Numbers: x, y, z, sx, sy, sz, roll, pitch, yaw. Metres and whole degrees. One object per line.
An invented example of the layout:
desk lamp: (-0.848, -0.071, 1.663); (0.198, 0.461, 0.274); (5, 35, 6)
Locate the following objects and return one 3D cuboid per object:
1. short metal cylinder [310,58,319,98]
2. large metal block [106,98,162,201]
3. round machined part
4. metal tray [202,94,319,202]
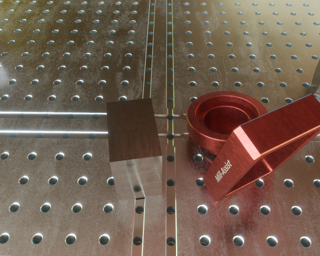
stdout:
short metal cylinder: (0.254, -0.078, 0.439); (0.050, 0.080, 0.080); (17, 52, 14)
large metal block: (-0.029, 0.025, 0.351); (0.050, 0.080, 0.080); (-7, 50, -6)
round machined part: (0.083, -0.002, 0.392); (0.099, 0.042, 0.098); (-3, 41, 3)
metal tray: (0.101, 0.026, 0.316); (0.091, 0.129, 0.030); (-22, 66, -18)
